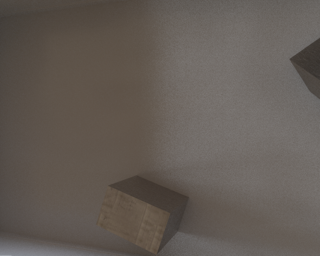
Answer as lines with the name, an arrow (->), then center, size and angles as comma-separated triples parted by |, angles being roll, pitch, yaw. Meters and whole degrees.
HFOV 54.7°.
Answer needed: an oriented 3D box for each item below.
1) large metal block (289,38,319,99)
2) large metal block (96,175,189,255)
large metal block -> 0.191, -0.064, 0.306 | 0.080, 0.080, 0.050 | -36, 112, 16
large metal block -> -0.018, 0.103, 0.388 | 0.080, 0.080, 0.050 | 19, 97, 19
